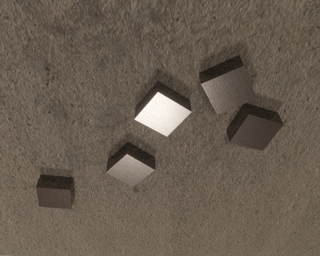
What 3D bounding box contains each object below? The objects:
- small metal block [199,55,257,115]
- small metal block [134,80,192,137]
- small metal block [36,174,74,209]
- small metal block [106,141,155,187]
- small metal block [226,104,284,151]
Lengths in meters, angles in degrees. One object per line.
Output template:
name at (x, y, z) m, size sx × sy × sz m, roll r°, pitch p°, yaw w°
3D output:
small metal block at (0.080, -0.050, 0.366) m, size 0.050 × 0.025 × 0.050 m, roll -22°, pitch 127°, yaw 17°
small metal block at (0.003, -0.023, 0.388) m, size 0.050 × 0.025 × 0.050 m, roll 29°, pitch 124°, yaw -23°
small metal block at (-0.165, 0.102, 0.492) m, size 0.050 × 0.025 × 0.050 m, roll 6°, pitch 130°, yaw -6°
small metal block at (-0.042, 0.054, 0.453) m, size 0.050 × 0.025 × 0.050 m, roll 34°, pitch 122°, yaw -26°
small metal block at (0.124, -0.001, 0.409) m, size 0.050 × 0.025 × 0.050 m, roll 15°, pitch 129°, yaw -13°
